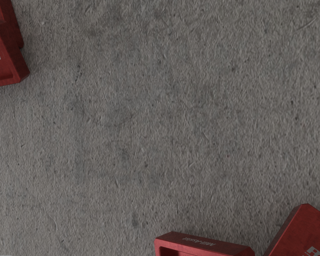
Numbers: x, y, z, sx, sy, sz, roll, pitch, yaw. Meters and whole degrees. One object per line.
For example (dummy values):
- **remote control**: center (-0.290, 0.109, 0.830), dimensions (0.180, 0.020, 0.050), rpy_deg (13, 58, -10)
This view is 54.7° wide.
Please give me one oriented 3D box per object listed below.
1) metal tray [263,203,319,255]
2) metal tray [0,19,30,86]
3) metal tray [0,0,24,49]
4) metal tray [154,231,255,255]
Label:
- **metal tray**: center (0.181, 0.153, 0.321), dimensions (0.130, 0.030, 0.090), rpy_deg (35, 74, 17)
- **metal tray**: center (-0.280, -0.105, 0.473), dimensions (0.131, 0.030, 0.089), rpy_deg (-8, 119, 12)
- **metal tray**: center (-0.294, -0.151, 0.510), dimensions (0.130, 0.030, 0.090), rpy_deg (-21, 83, 18)
- **metal tray**: center (0.050, 0.176, 0.356), dimensions (0.130, 0.030, 0.089), rpy_deg (-11, 86, 49)
